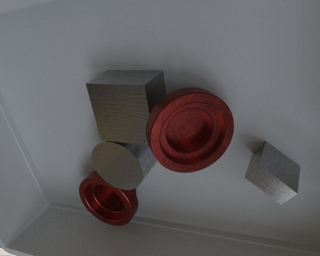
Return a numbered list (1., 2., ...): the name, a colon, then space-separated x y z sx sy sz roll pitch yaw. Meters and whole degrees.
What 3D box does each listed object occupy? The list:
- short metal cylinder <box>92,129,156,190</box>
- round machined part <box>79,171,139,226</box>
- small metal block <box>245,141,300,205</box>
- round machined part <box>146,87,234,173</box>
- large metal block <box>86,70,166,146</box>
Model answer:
1. short metal cylinder: -0.049 0.041 0.442 0.080 0.050 0.079 13 124 20
2. round machined part: -0.078 0.108 0.504 0.098 0.042 0.097 13 124 20
3. small metal block: 0.130 0.050 0.355 0.050 0.050 0.025 37 129 3
4. round machined part: 0.031 -0.001 0.359 0.099 0.042 0.097 -6 115 -14
5. large metal block: -0.037 -0.027 0.394 0.080 0.050 0.079 5 121 25
